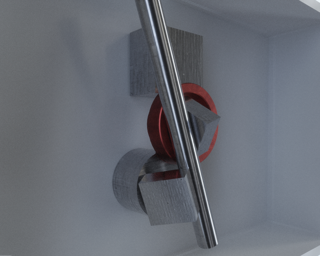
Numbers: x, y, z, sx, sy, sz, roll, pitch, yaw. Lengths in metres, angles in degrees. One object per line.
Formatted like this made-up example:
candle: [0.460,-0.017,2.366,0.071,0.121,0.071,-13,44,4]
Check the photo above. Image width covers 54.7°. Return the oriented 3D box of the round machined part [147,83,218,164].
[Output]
round machined part: [0.023,-0.004,0.377,0.099,0.042,0.097,0,90,-40]

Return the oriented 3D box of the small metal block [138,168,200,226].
small metal block: [0.011,0.074,0.331,0.025,0.050,0.050,-47,124,-69]

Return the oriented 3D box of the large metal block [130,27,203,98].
large metal block: [0.009,-0.080,0.396,0.081,0.050,0.079,0,90,-40]

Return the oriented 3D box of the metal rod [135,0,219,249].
metal rod: [0.019,-0.007,0.332,0.025,0.025,0.298,-25,106,-38]

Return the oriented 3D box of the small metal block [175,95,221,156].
small metal block: [0.036,-0.002,0.358,0.025,0.050,0.050,-25,141,-41]

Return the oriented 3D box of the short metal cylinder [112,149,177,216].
short metal cylinder: [-0.011,0.066,0.382,0.081,0.050,0.079,0,90,-40]
